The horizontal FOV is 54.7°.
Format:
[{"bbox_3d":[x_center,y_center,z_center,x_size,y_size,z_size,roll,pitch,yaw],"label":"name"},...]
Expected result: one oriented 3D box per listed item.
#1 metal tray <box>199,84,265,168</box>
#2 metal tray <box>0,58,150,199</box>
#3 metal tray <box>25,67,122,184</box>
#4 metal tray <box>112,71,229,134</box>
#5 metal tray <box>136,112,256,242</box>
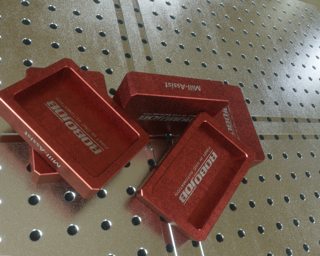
[{"bbox_3d":[0.094,-0.006,0.460,0.091,0.030,0.130,3,61,-27],"label":"metal tray"},{"bbox_3d":[-0.086,-0.004,0.321,0.130,0.030,0.090,44,50,2],"label":"metal tray"},{"bbox_3d":[-0.102,-0.006,0.355,0.091,0.030,0.130,-1,63,-29],"label":"metal tray"},{"bbox_3d":[0.008,-0.026,0.387,0.131,0.090,0.030,1,61,-28],"label":"metal tray"},{"bbox_3d":[0.046,0.056,0.373,0.090,0.030,0.130,40,68,-2],"label":"metal tray"}]
